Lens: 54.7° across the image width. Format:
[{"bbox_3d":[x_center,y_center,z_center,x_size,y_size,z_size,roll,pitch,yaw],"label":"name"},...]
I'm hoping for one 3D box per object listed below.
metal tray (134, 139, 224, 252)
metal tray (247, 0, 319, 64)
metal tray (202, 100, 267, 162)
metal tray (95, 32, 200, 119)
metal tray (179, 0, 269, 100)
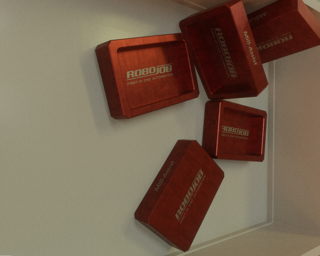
[{"bbox_3d":[0.033,0.092,0.433,0.090,0.030,0.130,47,62,-30],"label":"metal tray"},{"bbox_3d":[0.166,-0.142,0.478,0.090,0.130,0.030,25,64,-38],"label":"metal tray"},{"bbox_3d":[0.126,0.008,0.512,0.131,0.030,0.089,8,85,-40],"label":"metal tray"},{"bbox_3d":[-0.010,-0.070,0.396,0.131,0.030,0.089,-20,103,-38],"label":"metal tray"},{"bbox_3d":[0.090,-0.105,0.441,0.030,0.090,0.129,-40,115,-33],"label":"metal tray"}]
